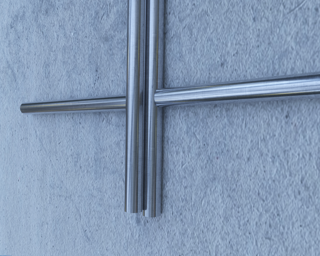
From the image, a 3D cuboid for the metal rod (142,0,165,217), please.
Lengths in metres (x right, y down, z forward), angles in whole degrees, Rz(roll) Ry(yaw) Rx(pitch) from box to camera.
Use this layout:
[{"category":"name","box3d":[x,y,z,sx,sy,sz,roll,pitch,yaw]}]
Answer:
[{"category":"metal rod","box3d":[-0.009,-0.033,0.413,0.025,0.025,0.298,2,91,39]}]

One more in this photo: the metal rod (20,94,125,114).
[{"category":"metal rod","box3d":[-0.154,-0.038,0.530,0.300,0.025,0.025,1,91,39]}]

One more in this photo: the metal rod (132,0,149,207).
[{"category":"metal rod","box3d":[-0.028,-0.039,0.428,0.025,0.025,0.298,2,91,39]}]

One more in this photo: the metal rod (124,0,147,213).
[{"category":"metal rod","box3d":[-0.032,-0.041,0.405,0.025,0.025,0.298,2,91,39]}]

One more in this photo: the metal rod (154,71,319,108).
[{"category":"metal rod","box3d":[0.117,-0.040,0.309,0.300,0.025,0.025,0,90,39]}]
